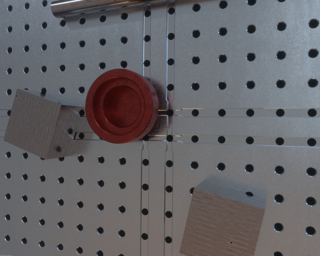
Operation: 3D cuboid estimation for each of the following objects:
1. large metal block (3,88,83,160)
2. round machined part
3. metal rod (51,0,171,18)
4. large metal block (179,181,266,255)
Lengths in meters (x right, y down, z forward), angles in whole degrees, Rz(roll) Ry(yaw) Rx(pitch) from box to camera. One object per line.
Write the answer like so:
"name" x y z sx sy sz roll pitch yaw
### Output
"large metal block" -0.173 -0.007 0.460 0.080 0.050 0.080 20 97 19
"round machined part" -0.047 -0.028 0.420 0.098 0.042 0.097 0 90 20
"metal rod" -0.015 -0.181 0.417 0.301 0.025 0.025 -1 90 19
"large metal block" 0.077 0.117 0.372 0.080 0.050 0.079 14 95 19
